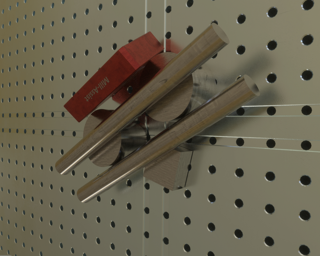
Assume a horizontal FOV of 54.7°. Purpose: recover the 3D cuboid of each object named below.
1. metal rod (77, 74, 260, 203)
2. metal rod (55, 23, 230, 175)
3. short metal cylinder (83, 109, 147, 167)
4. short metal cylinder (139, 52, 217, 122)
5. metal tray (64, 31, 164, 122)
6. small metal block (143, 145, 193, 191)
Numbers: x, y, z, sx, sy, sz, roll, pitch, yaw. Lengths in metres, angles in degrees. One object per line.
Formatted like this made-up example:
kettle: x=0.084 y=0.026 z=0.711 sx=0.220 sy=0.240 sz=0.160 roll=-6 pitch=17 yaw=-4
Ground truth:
metal rod: x=-0.012 y=0.030 z=0.384 sx=0.299 sy=0.025 sz=0.025 roll=-35 pitch=69 yaw=34
metal rod: x=-0.043 y=-0.016 z=0.376 sx=0.299 sy=0.025 sz=0.025 roll=-36 pitch=68 yaw=33
short metal cylinder: x=-0.065 y=0.014 z=0.444 sx=0.080 sy=0.050 sz=0.079 roll=0 pitch=90 yaw=39
short metal cylinder: x=0.021 y=-0.047 z=0.375 sx=0.080 sy=0.050 sz=0.079 roll=0 pitch=90 yaw=39
metal tray: x=-0.061 y=-0.067 z=0.413 sx=0.130 sy=0.090 sz=0.030 roll=-35 pitch=100 yaw=34
small metal block: x=0.009 y=0.046 z=0.399 sx=0.050 sy=0.025 sz=0.050 roll=19 pitch=102 yaw=38
